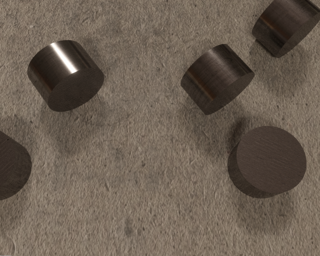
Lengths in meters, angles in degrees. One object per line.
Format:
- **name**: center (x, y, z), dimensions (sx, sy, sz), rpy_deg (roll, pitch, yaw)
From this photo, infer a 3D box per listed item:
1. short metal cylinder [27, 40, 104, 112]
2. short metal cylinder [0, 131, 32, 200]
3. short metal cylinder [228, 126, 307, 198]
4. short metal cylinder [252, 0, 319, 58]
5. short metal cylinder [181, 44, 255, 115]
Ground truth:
- **short metal cylinder**: center (-0.121, -0.066, 0.402), dimensions (0.080, 0.080, 0.050), rpy_deg (-35, 74, -12)
- **short metal cylinder**: center (-0.206, 0.045, 0.376), dimensions (0.081, 0.050, 0.080), rpy_deg (0, 70, 0)
- **short metal cylinder**: center (0.129, 0.043, 0.381), dimensions (0.081, 0.050, 0.080), rpy_deg (0, 70, 0)
- **short metal cylinder**: center (0.177, -0.146, 0.434), dimensions (0.080, 0.080, 0.050), rpy_deg (-37, 75, -13)
- **short metal cylinder**: center (0.074, -0.062, 0.402), dimensions (0.080, 0.080, 0.050), rpy_deg (-34, 74, -12)
